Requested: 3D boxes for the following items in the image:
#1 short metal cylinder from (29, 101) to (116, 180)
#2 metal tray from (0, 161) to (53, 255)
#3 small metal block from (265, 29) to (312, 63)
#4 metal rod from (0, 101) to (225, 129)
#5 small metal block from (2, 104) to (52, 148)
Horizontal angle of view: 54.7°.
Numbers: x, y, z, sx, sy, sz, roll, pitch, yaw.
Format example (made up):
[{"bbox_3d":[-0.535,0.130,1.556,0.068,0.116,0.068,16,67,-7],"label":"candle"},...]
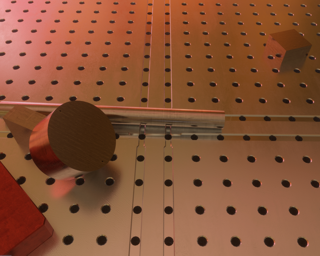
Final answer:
[{"bbox_3d":[-0.098,0.015,0.351,0.080,0.050,0.080,19,60,-37],"label":"short metal cylinder"},{"bbox_3d":[-0.188,0.090,0.326,0.091,0.030,0.130,-37,60,-27],"label":"metal tray"},{"bbox_3d":[0.219,-0.141,0.529,0.050,0.025,0.050,-15,52,-13],"label":"small metal block"},{"bbox_3d":[-0.065,-0.018,0.421,0.302,0.025,0.025,3,50,1],"label":"metal rod"},{"bbox_3d":[-0.159,0.003,0.387,0.050,0.050,0.025,21,53,16],"label":"small metal block"}]
